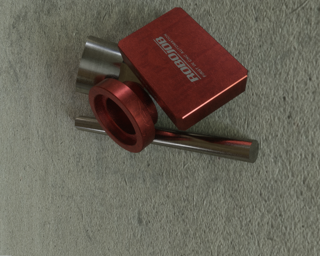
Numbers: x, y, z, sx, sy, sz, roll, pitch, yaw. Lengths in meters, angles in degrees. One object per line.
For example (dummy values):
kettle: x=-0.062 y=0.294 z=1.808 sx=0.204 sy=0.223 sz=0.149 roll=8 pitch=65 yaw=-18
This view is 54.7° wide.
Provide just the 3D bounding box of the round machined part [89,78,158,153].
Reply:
round machined part: x=-0.041 y=-0.020 z=0.389 sx=0.098 sy=0.042 sz=0.097 roll=35 pitch=148 yaw=26

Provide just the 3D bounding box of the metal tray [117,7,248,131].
metal tray: x=0.023 y=-0.071 z=0.351 sx=0.090 sy=0.030 sz=0.130 roll=-34 pitch=63 yaw=-7

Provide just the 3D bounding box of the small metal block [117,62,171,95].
small metal block: x=-0.019 y=-0.063 z=0.404 sx=0.050 sy=0.050 sz=0.025 roll=30 pitch=109 yaw=36

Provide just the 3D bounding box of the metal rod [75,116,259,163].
metal rod: x=-0.016 y=0.008 z=0.420 sx=0.300 sy=0.025 sz=0.025 roll=8 pitch=95 yaw=39

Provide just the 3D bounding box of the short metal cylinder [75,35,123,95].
short metal cylinder: x=-0.082 y=-0.082 z=0.432 sx=0.080 sy=0.050 sz=0.080 roll=-164 pitch=89 yaw=-79
